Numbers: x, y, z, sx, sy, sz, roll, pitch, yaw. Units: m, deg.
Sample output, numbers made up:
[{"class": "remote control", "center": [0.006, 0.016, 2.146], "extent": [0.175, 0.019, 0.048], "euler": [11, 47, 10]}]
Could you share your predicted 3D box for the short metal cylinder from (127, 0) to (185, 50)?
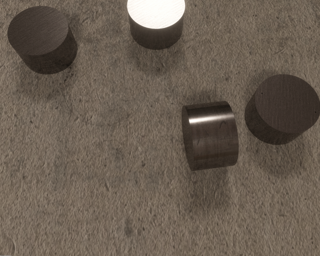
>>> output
[{"class": "short metal cylinder", "center": [-0.005, -0.163, 0.454], "extent": [0.081, 0.050, 0.080], "euler": [0, 70, 0]}]

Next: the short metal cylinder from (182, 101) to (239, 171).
[{"class": "short metal cylinder", "center": [0.058, 0.009, 0.376], "extent": [0.050, 0.080, 0.080], "euler": [-7, 70, -3]}]

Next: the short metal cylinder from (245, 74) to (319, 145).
[{"class": "short metal cylinder", "center": [0.158, -0.023, 0.405], "extent": [0.081, 0.050, 0.080], "euler": [0, 70, 0]}]

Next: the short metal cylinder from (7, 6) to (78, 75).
[{"class": "short metal cylinder", "center": [-0.163, -0.123, 0.438], "extent": [0.081, 0.050, 0.080], "euler": [0, 70, 0]}]
